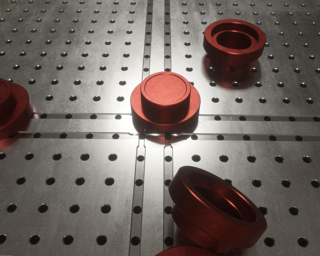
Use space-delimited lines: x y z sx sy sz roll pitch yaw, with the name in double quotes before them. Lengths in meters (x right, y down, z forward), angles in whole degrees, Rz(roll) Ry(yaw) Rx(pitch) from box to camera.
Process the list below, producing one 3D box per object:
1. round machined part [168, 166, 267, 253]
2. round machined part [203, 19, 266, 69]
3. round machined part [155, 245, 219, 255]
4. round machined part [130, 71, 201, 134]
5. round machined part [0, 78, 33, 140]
"round machined part" 0.051 0.083 0.306 0.098 0.042 0.098 28 13 -7
"round machined part" 0.120 -0.135 0.512 0.099 0.042 0.098 0 50 0
"round machined part" 0.024 0.156 0.264 0.099 0.042 0.098 0 52 0
"round machined part" 0.008 -0.042 0.432 0.099 0.042 0.098 0 50 0
"round machined part" -0.230 -0.032 0.420 0.099 0.042 0.098 0 50 0
